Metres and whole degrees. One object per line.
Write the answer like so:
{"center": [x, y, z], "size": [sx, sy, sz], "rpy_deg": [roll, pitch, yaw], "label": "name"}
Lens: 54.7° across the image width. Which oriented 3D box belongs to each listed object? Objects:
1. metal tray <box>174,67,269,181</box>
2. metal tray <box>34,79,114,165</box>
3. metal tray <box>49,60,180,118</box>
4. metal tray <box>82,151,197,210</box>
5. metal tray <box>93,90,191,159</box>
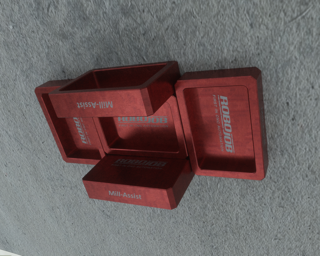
{"center": [0.074, -0.002, 0.364], "size": [0.090, 0.030, 0.129], "rpy_deg": [0, 119, 27], "label": "metal tray"}
{"center": [-0.123, -0.007, 0.463], "size": [0.090, 0.030, 0.129], "rpy_deg": [0, 119, 27], "label": "metal tray"}
{"center": [-0.051, -0.046, 0.363], "size": [0.130, 0.090, 0.030], "rpy_deg": [0, 119, 27], "label": "metal tray"}
{"center": [-0.025, 0.060, 0.413], "size": [0.130, 0.090, 0.030], "rpy_deg": [1, 119, 27], "label": "metal tray"}
{"center": [-0.025, -0.007, 0.412], "size": [0.130, 0.030, 0.089], "rpy_deg": [1, 119, 27], "label": "metal tray"}
